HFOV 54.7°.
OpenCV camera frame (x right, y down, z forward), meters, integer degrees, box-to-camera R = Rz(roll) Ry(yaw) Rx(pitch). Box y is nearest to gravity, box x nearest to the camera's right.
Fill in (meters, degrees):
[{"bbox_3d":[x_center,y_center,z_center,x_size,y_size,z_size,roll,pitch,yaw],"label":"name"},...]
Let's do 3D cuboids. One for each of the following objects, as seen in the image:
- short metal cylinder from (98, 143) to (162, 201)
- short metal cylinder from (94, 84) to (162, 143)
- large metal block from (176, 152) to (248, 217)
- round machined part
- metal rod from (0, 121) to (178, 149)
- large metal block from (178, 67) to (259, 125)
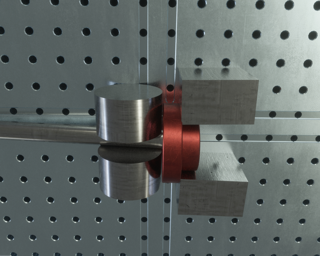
[{"bbox_3d":[-0.038,0.050,0.401,0.081,0.080,0.050,1,111,-1],"label":"short metal cylinder"},{"bbox_3d":[-0.038,-0.020,0.376,0.081,0.080,0.050,1,111,-1],"label":"short metal cylinder"},{"bbox_3d":[0.063,0.071,0.412,0.081,0.080,0.050,3,110,-1],"label":"large metal block"},{"bbox_3d":[0.024,0.018,0.381,0.042,0.098,0.097,1,110,0],"label":"round machined part"},{"bbox_3d":[-0.121,0.007,0.402,0.302,0.025,0.025,3,110,3],"label":"metal rod"},{"bbox_3d":[0.064,-0.041,0.370,0.081,0.080,0.050,0,110,0],"label":"large metal block"}]
